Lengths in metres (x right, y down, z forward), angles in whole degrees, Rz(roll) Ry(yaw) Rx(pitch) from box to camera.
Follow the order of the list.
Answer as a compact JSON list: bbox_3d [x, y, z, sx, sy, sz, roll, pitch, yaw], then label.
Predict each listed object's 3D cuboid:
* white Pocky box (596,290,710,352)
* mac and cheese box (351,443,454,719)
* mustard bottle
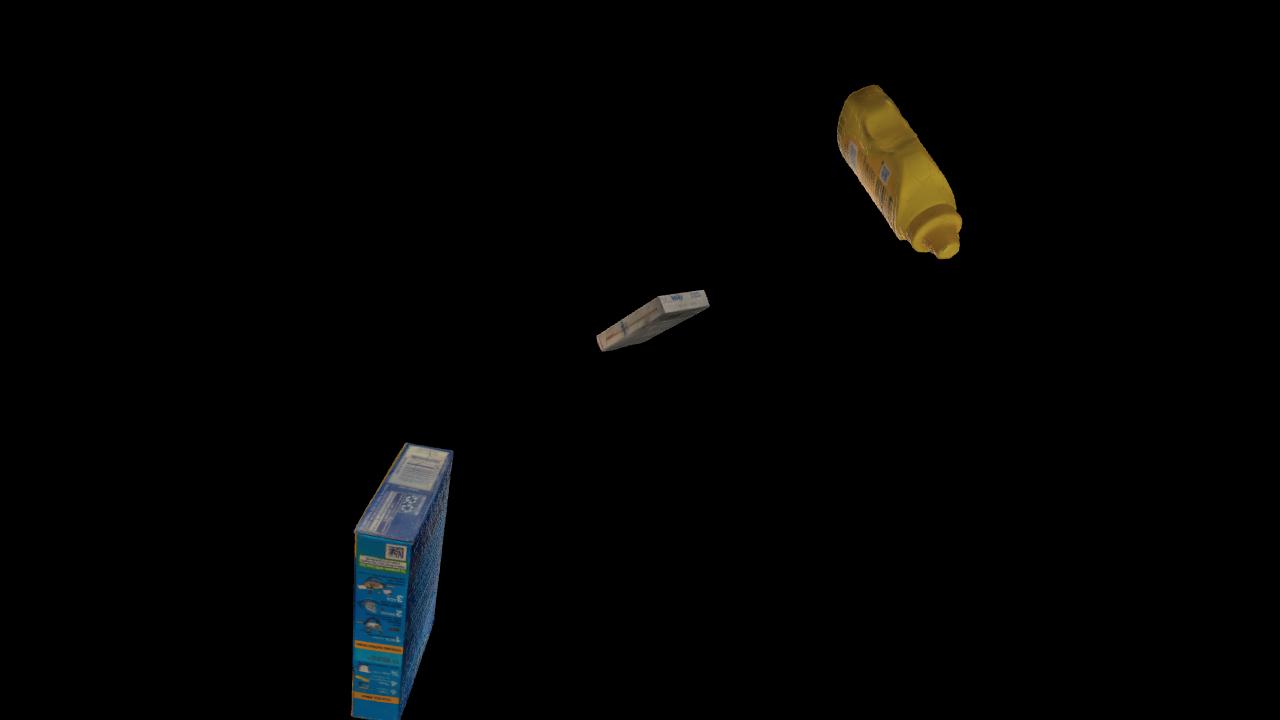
[{"bbox_3d":[0.015,-0.052,0.836,0.084,0.028,0.154,-14,-8,-39],"label":"white Pocky box"},{"bbox_3d":[-0.169,0.159,0.438,0.041,0.184,0.093,12,27,-7],"label":"mac and cheese box"},{"bbox_3d":[0.234,-0.158,0.549,0.054,0.184,0.092,-16,-36,5],"label":"mustard bottle"}]
